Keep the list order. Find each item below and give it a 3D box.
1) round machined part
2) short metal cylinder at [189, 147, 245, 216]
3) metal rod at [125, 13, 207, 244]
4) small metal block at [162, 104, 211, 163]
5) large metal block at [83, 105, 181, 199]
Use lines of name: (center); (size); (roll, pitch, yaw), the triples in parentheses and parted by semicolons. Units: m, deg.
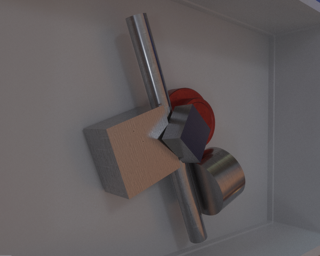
round machined part: (0.038, -0.007, 0.427); (0.099, 0.042, 0.097); (0, 90, -40)
short metal cylinder: (0.069, 0.073, 0.430); (0.050, 0.080, 0.080); (-26, 107, -37)
metal rod: (0.013, 0.011, 0.390); (0.025, 0.025, 0.298); (-26, 107, -37)
small metal block: (0.033, 0.007, 0.372); (0.050, 0.025, 0.050); (50, 49, -37)
large metal block: (-0.030, 0.024, 0.361); (0.081, 0.050, 0.080); (-26, 107, -37)
